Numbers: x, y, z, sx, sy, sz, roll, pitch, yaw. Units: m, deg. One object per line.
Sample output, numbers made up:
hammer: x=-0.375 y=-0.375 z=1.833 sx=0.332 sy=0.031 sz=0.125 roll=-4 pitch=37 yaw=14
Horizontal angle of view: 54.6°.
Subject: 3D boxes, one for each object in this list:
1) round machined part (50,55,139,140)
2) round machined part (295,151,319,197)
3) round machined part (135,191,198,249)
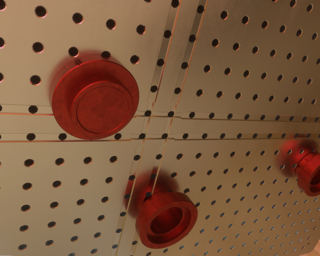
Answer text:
round machined part: x=-0.069 y=-0.028 z=0.345 sx=0.099 sy=0.042 sz=0.097 roll=-14 pitch=124 yaw=-21
round machined part: x=0.314 y=0.087 z=0.624 sx=0.099 sy=0.042 sz=0.097 roll=-14 pitch=124 yaw=-21
round machined part: x=0.007 y=0.139 z=0.489 sx=0.099 sy=0.042 sz=0.097 roll=-14 pitch=124 yaw=-21
